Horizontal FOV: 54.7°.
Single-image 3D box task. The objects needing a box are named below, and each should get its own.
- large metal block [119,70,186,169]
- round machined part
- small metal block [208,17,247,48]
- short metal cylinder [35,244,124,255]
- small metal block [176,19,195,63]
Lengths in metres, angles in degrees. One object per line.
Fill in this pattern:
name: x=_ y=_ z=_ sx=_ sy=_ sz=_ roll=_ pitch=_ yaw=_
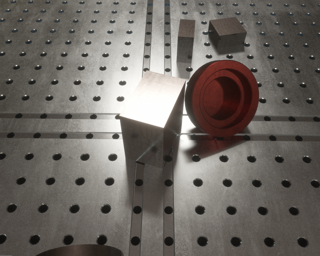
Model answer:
large metal block: x=-0.006 y=-0.010 z=0.380 sx=0.050 sy=0.080 sz=0.080 roll=16 pitch=52 yaw=12
round machined part: x=0.077 y=-0.039 z=0.407 sx=0.099 sy=0.097 sz=0.042 roll=-20 pitch=16 yaw=-16
small metal block: x=0.119 y=-0.171 z=0.553 sx=0.050 sy=0.025 sz=0.050 roll=-10 pitch=51 yaw=-9
short metal cylinder: x=-0.069 y=0.136 z=0.256 sx=0.081 sy=0.080 sz=0.050 roll=-7 pitch=51 yaw=-6
small metal block: x=0.043 y=-0.144 z=0.513 sx=0.025 sy=0.050 sz=0.050 roll=5 pitch=50 yaw=4
